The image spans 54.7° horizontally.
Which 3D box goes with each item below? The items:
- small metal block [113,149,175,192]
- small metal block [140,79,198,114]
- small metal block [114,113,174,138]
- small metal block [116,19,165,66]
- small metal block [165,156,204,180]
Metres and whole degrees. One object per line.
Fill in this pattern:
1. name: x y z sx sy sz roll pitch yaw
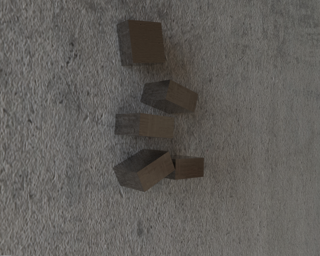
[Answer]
1. small metal block: -0.019 0.049 0.372 0.050 0.050 0.025 -31 110 -36
2. small metal block: 0.012 -0.039 0.398 0.050 0.050 0.025 21 77 -38
3. small metal block: -0.019 -0.002 0.372 0.050 0.050 0.025 6 86 -40
4. small metal block: -0.023 -0.104 0.385 0.050 0.025 0.050 -11 97 -39
5. small metal block: 0.022 0.050 0.406 0.050 0.050 0.025 2 89 -40
